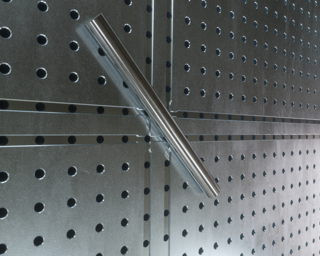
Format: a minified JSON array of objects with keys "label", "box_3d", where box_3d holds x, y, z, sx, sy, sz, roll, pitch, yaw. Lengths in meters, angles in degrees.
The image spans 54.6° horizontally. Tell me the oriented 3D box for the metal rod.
[{"label":"metal rod","box_3d":[0.004,-0.012,0.411,0.025,0.025,0.300,-50,120,-28]}]
